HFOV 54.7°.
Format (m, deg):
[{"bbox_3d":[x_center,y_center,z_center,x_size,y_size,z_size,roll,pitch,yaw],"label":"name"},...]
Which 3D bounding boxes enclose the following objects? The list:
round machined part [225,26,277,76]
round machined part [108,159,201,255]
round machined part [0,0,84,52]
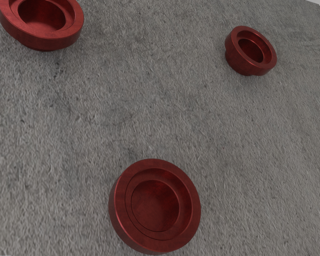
[{"bbox_3d":[0.157,-0.133,0.558,0.099,0.042,0.098,14,56,-21],"label":"round machined part"},{"bbox_3d":[-0.009,0.086,0.336,0.099,0.042,0.098,14,56,-21],"label":"round machined part"},{"bbox_3d":[-0.151,-0.137,0.395,0.099,0.042,0.098,14,56,-21],"label":"round machined part"}]
